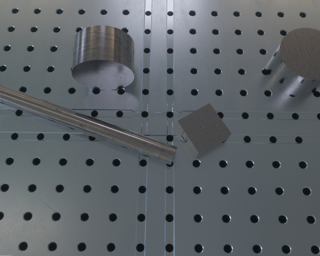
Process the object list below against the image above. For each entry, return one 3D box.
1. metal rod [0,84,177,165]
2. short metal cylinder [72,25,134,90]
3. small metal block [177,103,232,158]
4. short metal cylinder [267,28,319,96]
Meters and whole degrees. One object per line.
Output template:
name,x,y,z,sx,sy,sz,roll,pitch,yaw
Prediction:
metal rod,-0.123,-0.013,0.415,0.301,0.025,0.025,19,71,6
short metal cylinder,-0.075,-0.091,0.415,0.081,0.080,0.050,-1,70,-1
small metal block,0.057,0.003,0.411,0.050,0.025,0.050,-29,73,-10
short metal cylinder,0.199,-0.091,0.433,0.081,0.050,0.080,0,70,0
